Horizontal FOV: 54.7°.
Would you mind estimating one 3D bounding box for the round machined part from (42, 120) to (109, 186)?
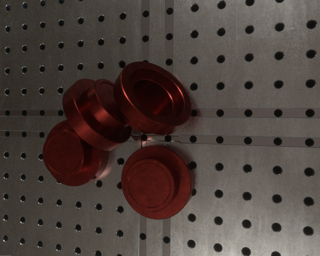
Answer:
[{"bbox_3d":[-0.128,0.036,0.447,0.098,0.042,0.097,0,90,19],"label":"round machined part"}]

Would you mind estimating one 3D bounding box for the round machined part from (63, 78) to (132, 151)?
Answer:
[{"bbox_3d":[-0.070,-0.024,0.395,0.042,0.098,0.098,-35,79,25],"label":"round machined part"}]

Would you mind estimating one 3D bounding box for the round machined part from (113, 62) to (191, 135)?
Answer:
[{"bbox_3d":[-0.013,-0.032,0.384,0.098,0.099,0.042,54,132,12],"label":"round machined part"}]

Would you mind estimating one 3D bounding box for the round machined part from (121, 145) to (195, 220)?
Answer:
[{"bbox_3d":[-0.007,0.072,0.405,0.098,0.042,0.097,0,90,19],"label":"round machined part"}]
